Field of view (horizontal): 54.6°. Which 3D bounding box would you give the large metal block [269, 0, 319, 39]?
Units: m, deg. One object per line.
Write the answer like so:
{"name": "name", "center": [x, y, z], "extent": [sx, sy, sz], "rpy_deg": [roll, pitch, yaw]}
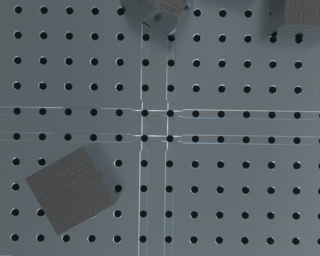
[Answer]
{"name": "large metal block", "center": [0.193, -0.164, 0.402], "extent": [0.080, 0.050, 0.080], "rpy_deg": [3, 90, 0]}

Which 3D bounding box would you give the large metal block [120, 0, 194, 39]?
{"name": "large metal block", "center": [-0.003, -0.163, 0.386], "extent": [0.080, 0.080, 0.050], "rpy_deg": [29, 90, 0]}

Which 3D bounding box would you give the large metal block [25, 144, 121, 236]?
{"name": "large metal block", "center": [-0.108, 0.076, 0.400], "extent": [0.080, 0.050, 0.080], "rpy_deg": [-29, 90, 0]}
